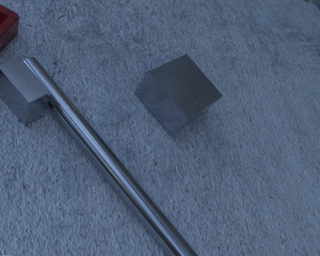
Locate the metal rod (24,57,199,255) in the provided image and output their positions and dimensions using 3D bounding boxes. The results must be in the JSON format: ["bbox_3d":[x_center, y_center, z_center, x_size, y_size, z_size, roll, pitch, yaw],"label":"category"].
[{"bbox_3d":[-0.059,0.038,0.349,0.300,0.025,0.025,49,51,6],"label":"metal rod"}]

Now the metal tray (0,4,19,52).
[{"bbox_3d":[-0.230,-0.101,0.338,0.090,0.030,0.130,27,52,-11],"label":"metal tray"}]

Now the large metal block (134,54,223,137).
[{"bbox_3d":[0.026,-0.047,0.432,0.081,0.050,0.080,-33,81,-38],"label":"large metal block"}]

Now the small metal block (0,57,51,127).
[{"bbox_3d":[-0.147,-0.038,0.332,0.050,0.050,0.025,48,51,5],"label":"small metal block"}]
